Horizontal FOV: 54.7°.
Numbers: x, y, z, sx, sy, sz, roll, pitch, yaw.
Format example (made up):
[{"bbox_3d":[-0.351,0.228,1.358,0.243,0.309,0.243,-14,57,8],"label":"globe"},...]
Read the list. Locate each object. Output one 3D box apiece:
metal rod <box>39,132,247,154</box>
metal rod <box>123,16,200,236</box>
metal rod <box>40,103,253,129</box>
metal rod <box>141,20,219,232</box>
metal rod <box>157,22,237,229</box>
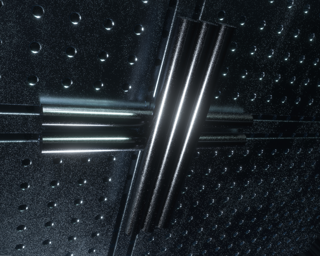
[{"bbox_3d":[-0.002,0.018,0.423,0.303,0.025,0.025,1,118,-29],"label":"metal rod"},{"bbox_3d":[-0.006,0.016,0.387,0.025,0.025,0.298,1,118,-29],"label":"metal rod"},{"bbox_3d":[0.004,-0.013,0.407,0.303,0.025,0.025,1,118,-29],"label":"metal rod"},{"bbox_3d":[0.017,0.016,0.400,0.025,0.025,0.298,1,118,-29],"label":"metal rod"},{"bbox_3d":[0.039,0.014,0.411,0.025,0.025,0.298,1,118,-29],"label":"metal rod"}]
